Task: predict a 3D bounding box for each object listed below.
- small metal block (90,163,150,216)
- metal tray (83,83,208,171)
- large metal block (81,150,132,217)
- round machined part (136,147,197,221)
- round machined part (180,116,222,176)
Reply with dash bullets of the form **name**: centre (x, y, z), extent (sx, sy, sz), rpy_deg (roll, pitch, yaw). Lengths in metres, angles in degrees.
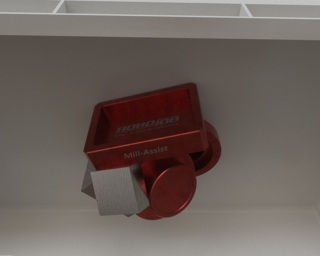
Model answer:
- **small metal block**: centre (-0.044, 0.067, 0.343), extent (0.050, 0.025, 0.050), rpy_deg (-11, 92, 25)
- **metal tray**: centre (-0.016, -0.004, 0.360), extent (0.131, 0.090, 0.030), rpy_deg (-11, 130, 9)
- **large metal block**: centre (-0.053, 0.061, 0.423), extent (0.050, 0.080, 0.080), rpy_deg (-36, 122, 26)
- **round machined part**: centre (0.006, 0.070, 0.379), extent (0.099, 0.042, 0.097), rpy_deg (-12, 112, -31)
- **round machined part**: centre (0.030, 0.021, 0.416), extent (0.099, 0.042, 0.097), rpy_deg (-1, 130, 0)
